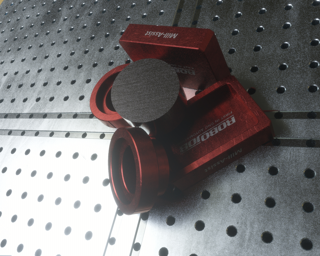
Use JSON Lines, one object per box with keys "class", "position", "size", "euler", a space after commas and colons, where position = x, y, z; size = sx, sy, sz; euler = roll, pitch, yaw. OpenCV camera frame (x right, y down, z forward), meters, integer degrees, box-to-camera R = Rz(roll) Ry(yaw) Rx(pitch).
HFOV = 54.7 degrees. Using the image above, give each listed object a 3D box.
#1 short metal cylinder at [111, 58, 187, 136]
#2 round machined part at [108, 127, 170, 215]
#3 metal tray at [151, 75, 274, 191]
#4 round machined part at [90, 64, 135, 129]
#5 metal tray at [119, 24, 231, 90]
{"class": "short metal cylinder", "position": [-0.011, -0.036, 0.371], "size": [0.080, 0.050, 0.080], "euler": [-5, 70, 13]}
{"class": "round machined part", "position": [-0.023, 0.047, 0.357], "size": [0.098, 0.042, 0.097], "euler": [7, 98, 61]}
{"class": "metal tray", "position": [0.055, 0.004, 0.372], "size": [0.130, 0.030, 0.090], "euler": [-32, 52, 7]}
{"class": "round machined part", "position": [-0.048, -0.042, 0.447], "size": [0.098, 0.042, 0.098], "euler": [-13, 56, 20]}
{"class": "metal tray", "position": [0.020, -0.092, 0.411], "size": [0.130, 0.090, 0.030], "euler": [16, 71, 34]}
